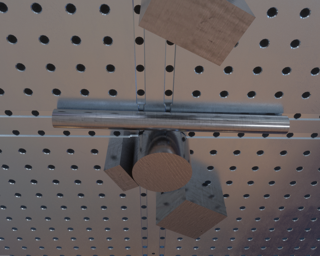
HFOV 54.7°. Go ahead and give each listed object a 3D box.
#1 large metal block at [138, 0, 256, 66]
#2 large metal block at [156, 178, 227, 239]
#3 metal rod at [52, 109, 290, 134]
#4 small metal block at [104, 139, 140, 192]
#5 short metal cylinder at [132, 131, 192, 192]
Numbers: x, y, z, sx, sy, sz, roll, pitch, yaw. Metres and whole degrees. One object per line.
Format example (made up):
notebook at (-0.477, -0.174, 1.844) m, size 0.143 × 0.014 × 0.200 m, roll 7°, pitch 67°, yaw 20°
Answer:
large metal block at (0.029, -0.112, 0.281) m, size 0.080 × 0.080 × 0.050 m, roll 22°, pitch 127°, yaw -18°
large metal block at (0.049, 0.131, 0.507) m, size 0.080 × 0.050 × 0.080 m, roll 27°, pitch 125°, yaw -22°
metal rod at (0.016, -0.008, 0.404) m, size 0.302 × 0.025 × 0.025 m, roll 2°, pitch 130°, yaw -2°
small metal block at (-0.052, 0.053, 0.440) m, size 0.025 × 0.050 × 0.050 m, roll -22°, pitch 127°, yaw 17°
short metal cylinder at (0.003, 0.045, 0.434) m, size 0.081 × 0.050 × 0.079 m, roll 0°, pitch 130°, yaw 0°
